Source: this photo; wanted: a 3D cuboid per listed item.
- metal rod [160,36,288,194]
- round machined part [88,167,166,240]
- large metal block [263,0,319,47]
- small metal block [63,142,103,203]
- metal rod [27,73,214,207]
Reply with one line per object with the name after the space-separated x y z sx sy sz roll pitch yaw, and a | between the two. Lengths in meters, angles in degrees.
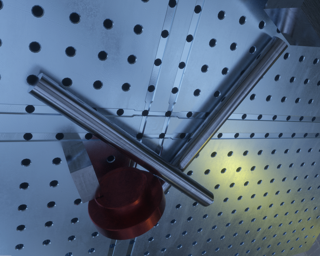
0.075 -0.004 0.451 0.025 0.025 0.299 32 100 -39 | metal rod
-0.045 0.088 0.395 0.099 0.098 0.042 -25 128 -14 | round machined part
0.188 -0.160 0.390 0.080 0.050 0.080 31 87 -38 | large metal block
-0.094 0.054 0.378 0.025 0.050 0.050 -21 127 -15 | small metal block
-0.027 0.032 0.396 0.301 0.025 0.025 38 97 -33 | metal rod
